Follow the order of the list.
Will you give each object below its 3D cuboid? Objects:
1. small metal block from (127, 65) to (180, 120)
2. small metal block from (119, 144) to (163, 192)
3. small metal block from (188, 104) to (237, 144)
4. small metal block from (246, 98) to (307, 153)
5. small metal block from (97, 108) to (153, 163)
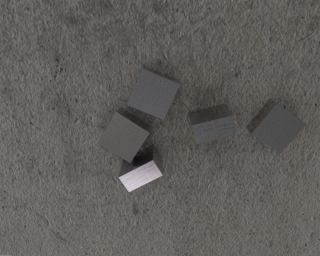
[{"bbox_3d":[-0.008,-0.045,0.393,0.050,0.025,0.050,22,109,-8],"label":"small metal block"},{"bbox_3d":[-0.025,0.053,0.415,0.050,0.050,0.025,-28,108,10],"label":"small metal block"},{"bbox_3d":[0.066,-0.007,0.395,0.050,0.050,0.025,-14,110,5],"label":"small metal block"},{"bbox_3d":[0.153,-0.003,0.410,0.050,0.025,0.050,32,107,-11],"label":"small metal block"},{"bbox_3d":[-0.045,0.009,0.409,0.050,0.025,0.050,33,107,-3],"label":"small metal block"}]
